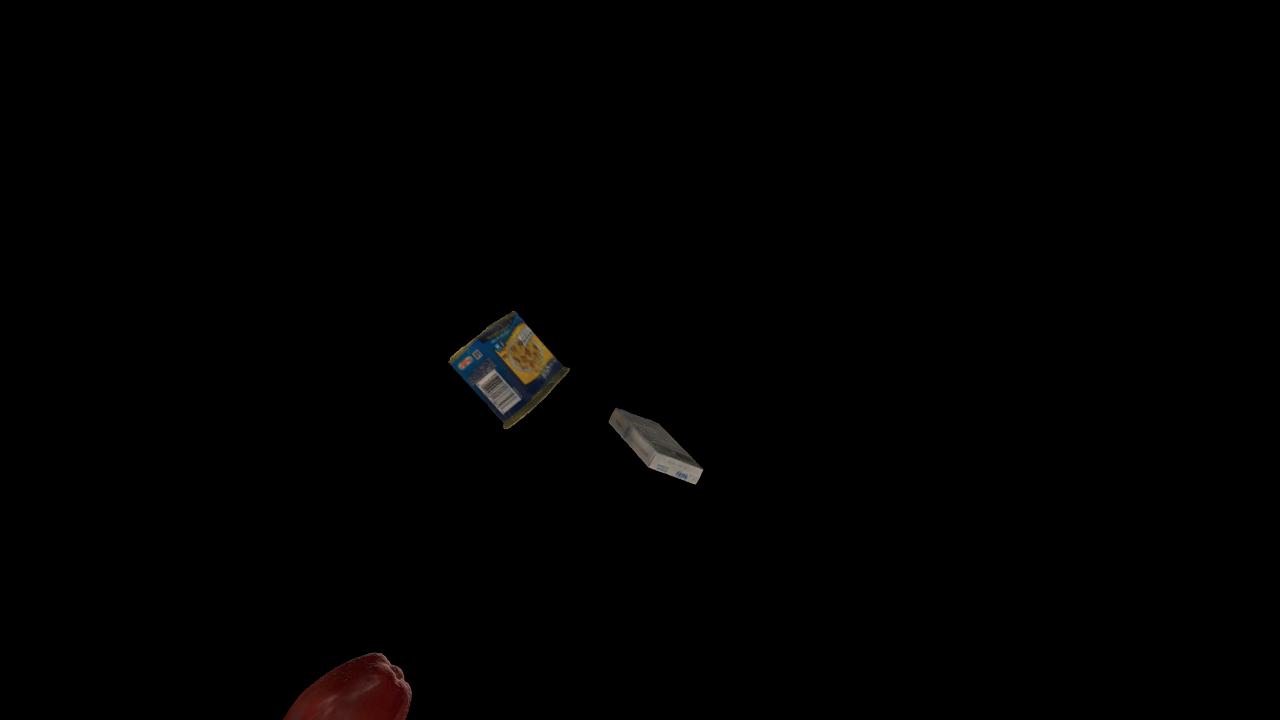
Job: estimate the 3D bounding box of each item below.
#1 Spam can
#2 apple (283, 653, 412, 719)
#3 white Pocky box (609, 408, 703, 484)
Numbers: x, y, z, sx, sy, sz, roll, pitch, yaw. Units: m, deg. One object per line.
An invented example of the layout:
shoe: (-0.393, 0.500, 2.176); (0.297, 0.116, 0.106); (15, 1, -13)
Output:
Spam can: (-0.127, 0.006, 0.606); (0.058, 0.085, 0.101); (-38, 8, 21)
apple: (-0.211, 0.259, 0.437); (0.093, 0.079, 0.079); (-39, 17, -22)
white Pocky box: (0.019, 0.116, 0.855); (0.084, 0.028, 0.154); (24, 7, -27)
